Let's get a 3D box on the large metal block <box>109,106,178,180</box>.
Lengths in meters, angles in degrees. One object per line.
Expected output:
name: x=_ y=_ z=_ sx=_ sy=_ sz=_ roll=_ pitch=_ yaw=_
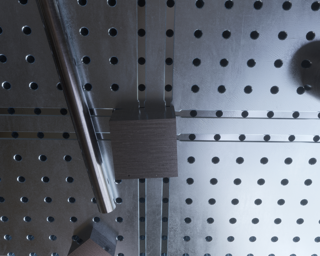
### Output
large metal block: x=-0.019 y=0.019 z=0.407 sx=0.081 sy=0.050 sz=0.079 roll=-3 pitch=110 yaw=0

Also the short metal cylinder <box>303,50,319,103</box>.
short metal cylinder: x=0.227 y=-0.061 z=0.381 sx=0.081 sy=0.050 sz=0.079 roll=0 pitch=110 yaw=-1

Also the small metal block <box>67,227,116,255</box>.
small metal block: x=-0.106 y=0.192 z=0.483 sx=0.050 sy=0.025 sz=0.050 roll=-41 pitch=106 yaw=13

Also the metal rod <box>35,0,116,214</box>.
metal rod: x=-0.105 y=-0.019 z=0.404 sx=0.025 sy=0.025 sz=0.298 roll=-10 pitch=110 yaw=3
